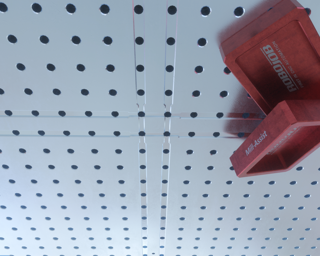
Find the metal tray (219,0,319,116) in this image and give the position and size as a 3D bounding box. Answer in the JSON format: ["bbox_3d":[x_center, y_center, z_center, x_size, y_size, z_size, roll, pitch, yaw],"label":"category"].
[{"bbox_3d":[0.141,-0.067,0.353,0.090,0.030,0.130,-33,123,24],"label":"metal tray"}]

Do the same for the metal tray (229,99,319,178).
[{"bbox_3d":[0.157,0.016,0.389,0.091,0.030,0.129,-3,146,-21],"label":"metal tray"}]
